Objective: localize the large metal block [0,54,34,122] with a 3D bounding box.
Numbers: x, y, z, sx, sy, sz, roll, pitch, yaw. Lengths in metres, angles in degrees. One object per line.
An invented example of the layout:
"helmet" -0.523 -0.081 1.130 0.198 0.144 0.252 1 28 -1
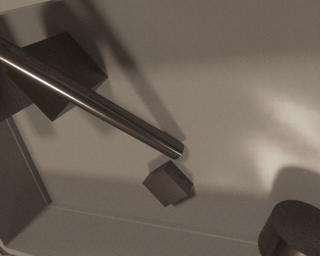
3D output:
"large metal block" -0.238 -0.061 0.458 0.050 0.080 0.080 -5 116 30

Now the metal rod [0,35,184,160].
"metal rod" -0.092 -0.038 0.350 0.301 0.025 0.025 31 134 -26

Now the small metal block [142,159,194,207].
"small metal block" 0.011 0.081 0.452 0.050 0.025 0.050 47 129 -6

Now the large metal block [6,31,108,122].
"large metal block" -0.128 -0.068 0.397 0.080 0.080 0.050 48 129 -6

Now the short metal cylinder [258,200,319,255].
"short metal cylinder" 0.165 0.133 0.369 0.080 0.080 0.050 21 126 15
